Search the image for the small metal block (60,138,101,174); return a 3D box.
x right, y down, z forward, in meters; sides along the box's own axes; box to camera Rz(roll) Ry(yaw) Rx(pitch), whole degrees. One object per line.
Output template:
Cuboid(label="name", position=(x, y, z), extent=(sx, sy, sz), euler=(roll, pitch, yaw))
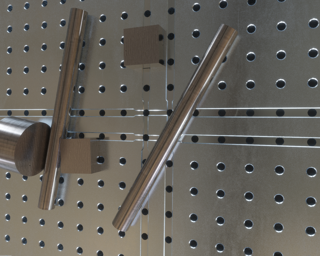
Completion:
Cuboid(label="small metal block", position=(-0.116, 0.040, 0.454), extent=(0.050, 0.025, 0.050), euler=(-2, 89, 20))

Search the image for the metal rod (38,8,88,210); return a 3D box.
Cuboid(label="metal rod", position=(-0.146, -0.025, 0.463), extent=(0.025, 0.025, 0.298), euler=(12, 94, 19))

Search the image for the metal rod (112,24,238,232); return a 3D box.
Cuboid(label="metal rod", position=(0.015, 0.007, 0.407), extent=(0.025, 0.025, 0.299), euler=(32, 100, 17))

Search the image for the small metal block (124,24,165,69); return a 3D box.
Cuboid(label="small metal block", position=(-0.021, -0.109, 0.420), extent=(0.050, 0.025, 0.050), euler=(-1, 90, 20))

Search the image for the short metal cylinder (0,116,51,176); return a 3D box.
Cuboid(label="short metal cylinder", position=(-0.202, 0.026, 0.455), extent=(0.050, 0.080, 0.079), euler=(11, 94, 19))
